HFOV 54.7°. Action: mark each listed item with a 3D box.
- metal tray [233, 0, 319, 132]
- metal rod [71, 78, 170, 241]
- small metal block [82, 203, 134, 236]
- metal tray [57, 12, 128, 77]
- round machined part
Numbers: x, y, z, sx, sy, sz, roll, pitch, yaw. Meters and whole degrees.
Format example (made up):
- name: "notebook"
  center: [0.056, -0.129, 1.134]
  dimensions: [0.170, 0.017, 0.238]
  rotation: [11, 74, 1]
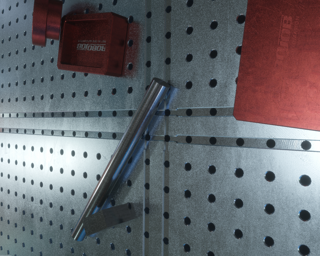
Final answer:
- name: "metal tray"
  center: [0.126, -0.066, 0.301]
  dimensions: [0.090, 0.030, 0.129]
  rotation: [10, 97, 39]
- name: "metal rod"
  center: [-0.067, 0.060, 0.461]
  dimensions: [0.025, 0.025, 0.298]
  rotation: [44, 116, 31]
- name: "small metal block"
  center: [-0.077, 0.134, 0.454]
  dimensions: [0.050, 0.050, 0.025]
  rotation: [-32, 71, 35]
- name: "metal tray"
  center: [-0.112, -0.133, 0.495]
  dimensions: [0.130, 0.030, 0.089]
  rotation: [14, 99, 38]
- name: "round machined part"
  center: [-0.193, -0.190, 0.536]
  dimensions: [0.098, 0.042, 0.097]
  rotation: [-174, 89, -70]
